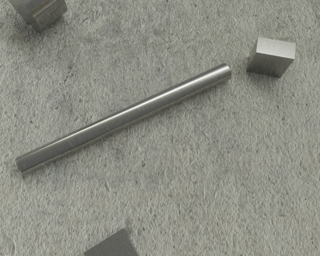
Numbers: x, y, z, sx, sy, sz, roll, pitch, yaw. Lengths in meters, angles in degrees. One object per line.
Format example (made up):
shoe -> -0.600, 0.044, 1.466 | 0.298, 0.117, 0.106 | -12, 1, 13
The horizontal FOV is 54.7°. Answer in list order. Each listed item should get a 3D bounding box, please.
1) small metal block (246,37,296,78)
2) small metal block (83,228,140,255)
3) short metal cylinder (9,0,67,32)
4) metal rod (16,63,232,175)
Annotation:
small metal block -> 0.153, -0.098, 0.433 | 0.050, 0.050, 0.025 | 11, 71, 4
small metal block -> -0.050, 0.150, 0.353 | 0.050, 0.025, 0.050 | -30, 73, -11
short metal cylinder -> -0.181, -0.187, 0.445 | 0.080, 0.080, 0.050 | 42, 75, 13
metal rod -> -0.040, -0.016, 0.413 | 0.302, 0.025, 0.025 | -26, 72, -10
